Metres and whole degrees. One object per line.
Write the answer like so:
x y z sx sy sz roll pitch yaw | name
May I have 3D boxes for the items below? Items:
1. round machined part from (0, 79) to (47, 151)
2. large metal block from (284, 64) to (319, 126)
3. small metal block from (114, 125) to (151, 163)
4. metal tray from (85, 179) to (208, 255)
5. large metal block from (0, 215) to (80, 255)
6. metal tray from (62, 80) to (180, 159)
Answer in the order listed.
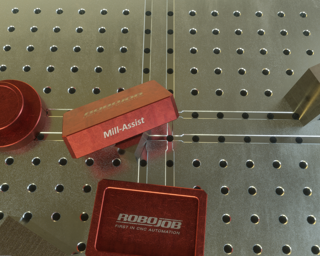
-0.206 -0.022 0.409 0.099 0.042 0.098 0 70 0 | round machined part
0.224 -0.053 0.403 0.080 0.080 0.050 -24 72 -8 | large metal block
-0.033 0.012 0.394 0.025 0.050 0.050 20 71 7 | small metal block
-0.013 0.114 0.367 0.131 0.030 0.090 6 70 2 | metal tray
-0.150 0.155 0.341 0.080 0.050 0.080 29 73 10 | large metal block
-0.052 -0.016 0.384 0.131 0.090 0.030 -22 114 -8 | metal tray
